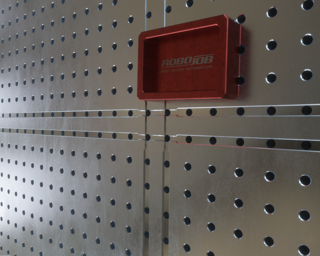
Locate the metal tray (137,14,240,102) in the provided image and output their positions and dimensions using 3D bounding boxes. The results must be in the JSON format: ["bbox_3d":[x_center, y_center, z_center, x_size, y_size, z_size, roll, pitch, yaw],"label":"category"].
[{"bbox_3d":[0.030,-0.079,0.379,0.130,0.030,0.089,3,92,39],"label":"metal tray"}]
